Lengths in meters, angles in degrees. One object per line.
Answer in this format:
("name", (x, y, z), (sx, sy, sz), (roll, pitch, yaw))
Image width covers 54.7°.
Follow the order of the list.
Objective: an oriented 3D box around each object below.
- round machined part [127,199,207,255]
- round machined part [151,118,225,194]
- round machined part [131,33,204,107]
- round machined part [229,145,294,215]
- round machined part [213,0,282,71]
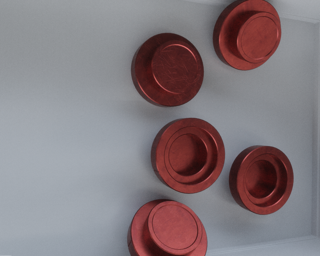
("round machined part", (0.012, 0.129, 0.379), (0.099, 0.042, 0.098), (12, 44, -11))
("round machined part", (0.034, 0.035, 0.415), (0.099, 0.042, 0.097), (0, 90, -21))
("round machined part", (0.015, -0.077, 0.408), (0.099, 0.042, 0.097), (0, 90, -21))
("round machined part", (0.143, 0.074, 0.456), (0.099, 0.042, 0.097), (0, 90, -21))
("round machined part", (0.128, -0.128, 0.432), (0.099, 0.042, 0.097), (-8, 116, -16))
